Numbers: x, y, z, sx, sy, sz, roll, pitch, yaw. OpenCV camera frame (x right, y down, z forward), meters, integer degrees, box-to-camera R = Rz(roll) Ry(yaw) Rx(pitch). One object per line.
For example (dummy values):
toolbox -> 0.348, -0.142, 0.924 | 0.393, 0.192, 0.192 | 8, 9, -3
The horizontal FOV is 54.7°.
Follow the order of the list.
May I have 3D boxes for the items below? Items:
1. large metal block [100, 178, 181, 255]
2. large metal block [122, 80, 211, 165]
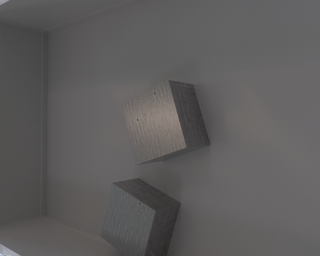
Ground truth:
large metal block -> -0.028, 0.123, 0.414 | 0.080, 0.050, 0.079 | 22, 104, 37
large metal block -> 0.006, -0.004, 0.386 | 0.080, 0.050, 0.080 | -23, 76, 37
